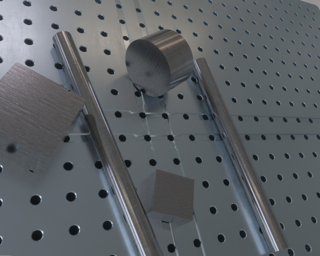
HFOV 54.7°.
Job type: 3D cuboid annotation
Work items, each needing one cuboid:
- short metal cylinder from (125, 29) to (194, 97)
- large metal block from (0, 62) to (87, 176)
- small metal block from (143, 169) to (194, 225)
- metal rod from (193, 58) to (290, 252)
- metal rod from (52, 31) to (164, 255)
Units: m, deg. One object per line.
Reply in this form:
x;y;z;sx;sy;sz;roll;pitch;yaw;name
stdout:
-0.001;-0.090;0.427;0.080;0.080;0.050;49;51;6;short metal cylinder
-0.136;-0.009;0.324;0.080;0.050;0.080;29;52;-10;large metal block
0.011;0.082;0.365;0.050;0.025;0.050;19;54;-18;small metal block
0.109;0.024;0.452;0.025;0.025;0.299;-5;64;-31;metal rod
-0.069;0.009;0.365;0.025;0.025;0.299;-13;69;-34;metal rod
